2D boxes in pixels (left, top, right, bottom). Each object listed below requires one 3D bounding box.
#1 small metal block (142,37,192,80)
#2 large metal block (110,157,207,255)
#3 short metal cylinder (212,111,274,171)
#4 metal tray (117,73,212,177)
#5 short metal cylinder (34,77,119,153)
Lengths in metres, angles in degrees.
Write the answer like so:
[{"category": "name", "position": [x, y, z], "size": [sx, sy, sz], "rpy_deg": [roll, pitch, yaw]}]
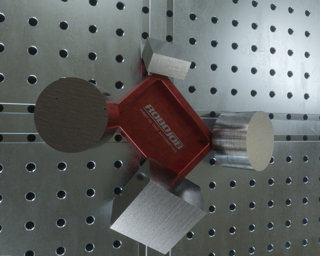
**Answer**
[{"category": "small metal block", "position": [0.007, -0.090, 0.399], "size": [0.050, 0.050, 0.025], "rpy_deg": [10, 125, -20]}, {"category": "large metal block", "position": [-0.003, 0.096, 0.380], "size": [0.080, 0.050, 0.080], "rpy_deg": [33, 110, -18]}, {"category": "short metal cylinder", "position": [0.115, 0.017, 0.425], "size": [0.081, 0.050, 0.079], "rpy_deg": [-1, 91, -46]}, {"category": "metal tray", "position": [0.004, 0.001, 0.411], "size": [0.090, 0.030, 0.130], "rpy_deg": [-43, 104, -15]}, {"category": "short metal cylinder", "position": [-0.091, -0.014, 0.350], "size": [0.080, 0.050, 0.079], "rpy_deg": [0, 91, 5]}]
